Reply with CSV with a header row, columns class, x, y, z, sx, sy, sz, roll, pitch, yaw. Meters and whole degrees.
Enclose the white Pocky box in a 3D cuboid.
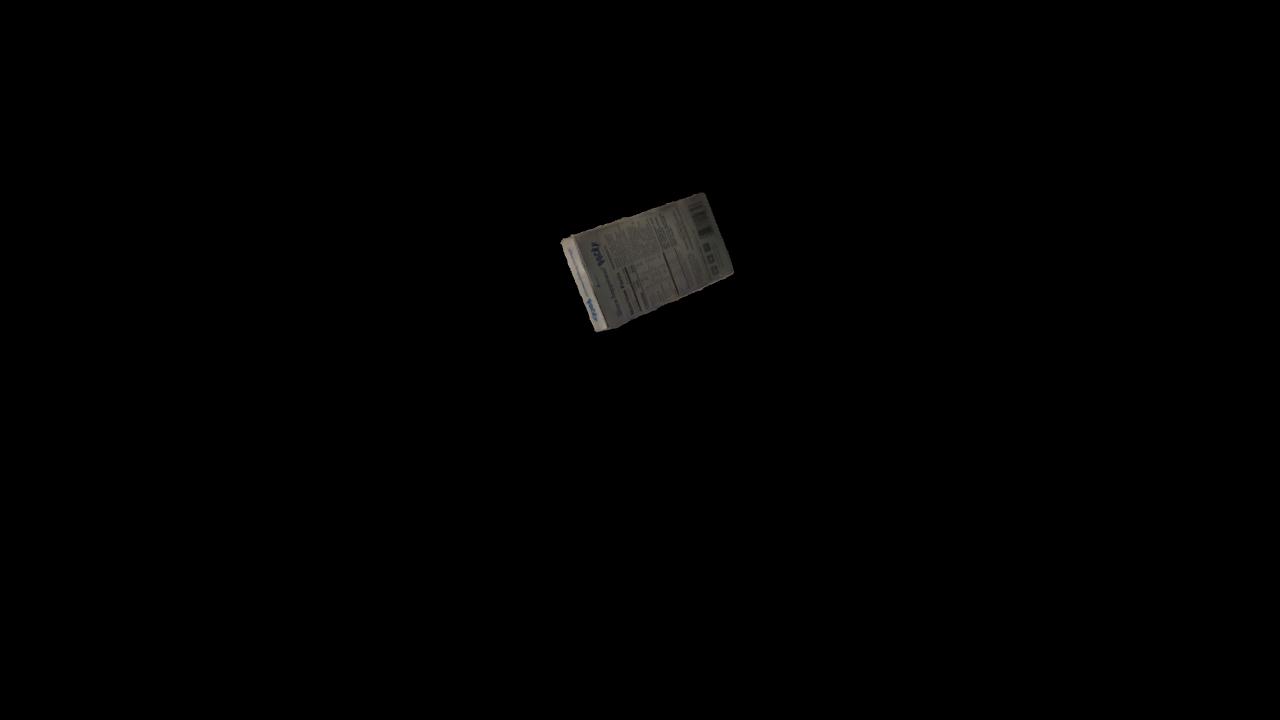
class,x,y,z,sx,sy,sz,roll,pitch,yaw
white Pocky box,0.012,-0.089,0.543,0.154,0.084,0.028,-27,10,-32
